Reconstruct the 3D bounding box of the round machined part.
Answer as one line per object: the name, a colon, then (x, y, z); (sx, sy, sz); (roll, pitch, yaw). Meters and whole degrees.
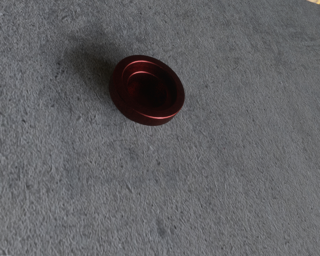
round machined part: (-0.020, -0.045, 0.409); (0.099, 0.042, 0.098); (13, 56, -21)
